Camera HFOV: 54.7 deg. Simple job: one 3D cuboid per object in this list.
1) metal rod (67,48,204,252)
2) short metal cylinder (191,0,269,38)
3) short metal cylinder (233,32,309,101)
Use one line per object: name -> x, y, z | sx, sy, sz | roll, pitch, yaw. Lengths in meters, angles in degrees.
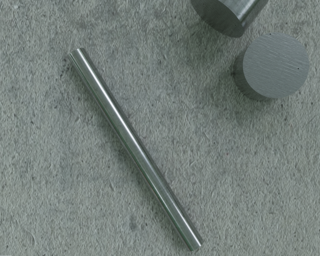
metal rod -> -0.032, 0.028, 0.409 | 0.025, 0.025, 0.299 | -32, 90, 0
short metal cylinder -> 0.085, -0.158, 0.383 | 0.080, 0.080, 0.050 | 37, 90, 0
short metal cylinder -> 0.140, -0.076, 0.399 | 0.081, 0.050, 0.080 | 0, 90, 0
